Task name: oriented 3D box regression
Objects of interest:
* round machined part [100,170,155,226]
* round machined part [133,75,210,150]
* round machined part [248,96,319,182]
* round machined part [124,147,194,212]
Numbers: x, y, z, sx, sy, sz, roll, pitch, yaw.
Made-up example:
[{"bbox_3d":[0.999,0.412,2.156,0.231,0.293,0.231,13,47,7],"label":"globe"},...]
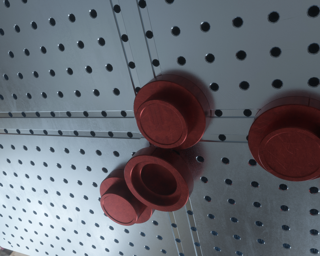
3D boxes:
[{"bbox_3d":[-0.057,0.120,0.505,0.098,0.042,0.097,13,124,21],"label":"round machined part"},{"bbox_3d":[0.009,-0.013,0.387,0.098,0.042,0.097,13,124,21],"label":"round machined part"},{"bbox_3d":[0.145,0.019,0.335,0.098,0.042,0.097,13,124,21],"label":"round machined part"},{"bbox_3d":[0.002,0.068,0.442,0.098,0.042,0.097,13,124,21],"label":"round machined part"}]
